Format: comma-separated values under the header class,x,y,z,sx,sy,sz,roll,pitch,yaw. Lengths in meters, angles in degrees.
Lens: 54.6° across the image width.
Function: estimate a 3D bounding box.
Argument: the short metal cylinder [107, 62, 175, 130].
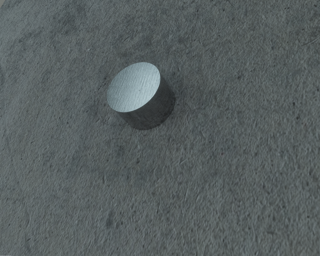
class,x,y,z,sx,sy,sz,roll,pitch,yaw
short metal cylinder,-0.026,-0.043,0.429,0.080,0.050,0.080,-13,56,21
